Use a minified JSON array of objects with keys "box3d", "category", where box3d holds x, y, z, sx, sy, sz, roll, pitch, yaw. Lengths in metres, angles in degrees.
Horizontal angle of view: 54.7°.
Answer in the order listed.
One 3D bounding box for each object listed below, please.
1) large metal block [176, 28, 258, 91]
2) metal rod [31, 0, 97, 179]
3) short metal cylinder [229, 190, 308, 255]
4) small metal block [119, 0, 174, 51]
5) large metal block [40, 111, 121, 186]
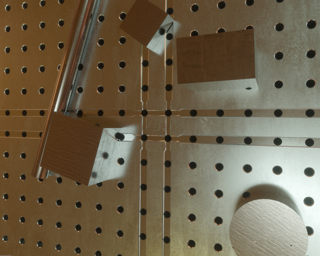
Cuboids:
[{"box3d":[0.070,-0.073,0.358,0.080,0.080,0.050,-2,90,19],"category":"large metal block"},{"box3d":[-0.141,-0.068,0.460,0.025,0.025,0.298,19,96,18],"category":"metal rod"},{"box3d":[0.124,0.116,0.356,0.080,0.050,0.079,0,90,19],"category":"short metal cylinder"},{"box3d":[-0.018,-0.141,0.418,0.050,0.025,0.050,39,102,15],"category":"small metal block"},{"box3d":[-0.111,0.027,0.437,0.080,0.050,0.080,18,96,18],"category":"large metal block"}]
